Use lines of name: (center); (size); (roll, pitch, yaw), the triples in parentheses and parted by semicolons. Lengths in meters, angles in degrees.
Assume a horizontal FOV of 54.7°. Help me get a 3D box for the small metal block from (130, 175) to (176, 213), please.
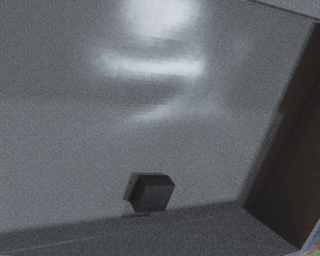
small metal block: (-0.011, 0.099, 0.465); (0.050, 0.025, 0.050); (6, 115, -32)
